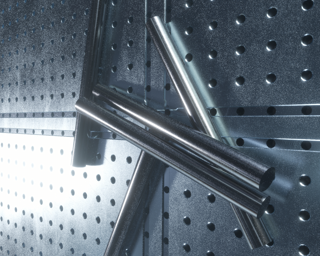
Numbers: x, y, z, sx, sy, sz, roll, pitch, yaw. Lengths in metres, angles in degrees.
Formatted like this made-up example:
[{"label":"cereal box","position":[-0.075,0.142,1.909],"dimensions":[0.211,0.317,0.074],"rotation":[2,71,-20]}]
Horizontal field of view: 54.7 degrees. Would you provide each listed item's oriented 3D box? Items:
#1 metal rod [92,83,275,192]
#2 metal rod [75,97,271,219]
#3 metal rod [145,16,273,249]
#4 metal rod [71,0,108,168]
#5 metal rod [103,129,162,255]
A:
[{"label":"metal rod","position":[0.001,-0.006,0.382],"dimensions":[0.300,0.025,0.025],"rotation":[29,108,43]},{"label":"metal rod","position":[-0.010,0.020,0.381],"dimensions":[0.300,0.025,0.025],"rotation":[27,107,36]},{"label":"metal rod","position":[0.049,-0.010,0.367],"dimensions":[0.025,0.025,0.299],"rotation":[-36,68,34]},{"label":"metal rod","position":[-0.113,-0.083,0.499],"dimensions":[0.025,0.025,0.298],"rotation":[15,100,38]},{"label":"metal rod","position":[-0.052,0.137,0.449],"dimensions":[0.025,0.025,0.298],"rotation":[32,109,35]}]
